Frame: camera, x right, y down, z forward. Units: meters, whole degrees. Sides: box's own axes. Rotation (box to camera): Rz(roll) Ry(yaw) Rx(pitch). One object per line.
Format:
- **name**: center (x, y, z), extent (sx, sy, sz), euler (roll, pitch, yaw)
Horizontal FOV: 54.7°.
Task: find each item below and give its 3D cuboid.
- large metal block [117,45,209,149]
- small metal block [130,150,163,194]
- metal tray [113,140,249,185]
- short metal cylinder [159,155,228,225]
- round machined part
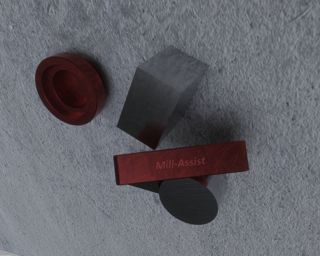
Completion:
- **large metal block**: center (0.004, -0.036, 0.346), extent (0.050, 0.080, 0.079), euler (32, 128, 9)
- **small metal block**: center (-0.014, 0.060, 0.434), extent (0.050, 0.050, 0.025), euler (12, 125, 21)
- **metal tray**: center (0.023, 0.037, 0.343), extent (0.131, 0.090, 0.030), euler (-7, 85, 3)
- **short metal cylinder**: center (0.045, 0.082, 0.417), extent (0.080, 0.050, 0.079), euler (13, 124, 20)
- **round machined part**: center (-0.115, -0.055, 0.420), extent (0.098, 0.042, 0.097), euler (13, 124, 20)
